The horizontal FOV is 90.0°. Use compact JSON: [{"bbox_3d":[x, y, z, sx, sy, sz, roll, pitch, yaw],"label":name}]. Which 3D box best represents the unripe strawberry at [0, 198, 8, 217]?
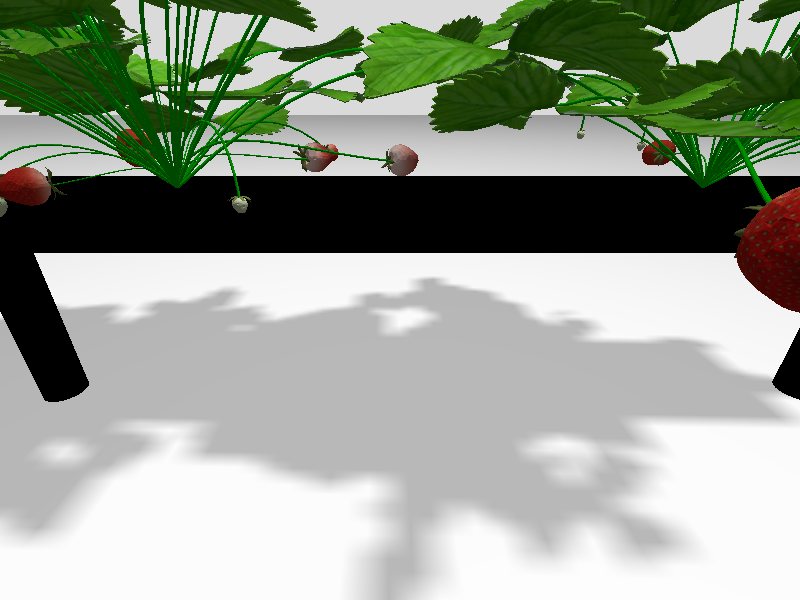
[{"bbox_3d":[-0.244,-0.056,0.242,0.011,0.011,0.011,12,29,23],"label":"unripe strawberry"}]

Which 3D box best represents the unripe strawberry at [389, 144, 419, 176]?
[{"bbox_3d":[0.004,-0.140,0.401,0.030,0.030,0.028,-9,28,-18],"label":"unripe strawberry"}]

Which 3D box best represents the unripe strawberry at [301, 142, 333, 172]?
[{"bbox_3d":[-0.084,-0.146,0.409,0.029,0.029,0.032,-18,32,-34],"label":"unripe strawberry"}]

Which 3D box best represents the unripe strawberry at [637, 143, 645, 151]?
[{"bbox_3d":[0.299,-0.190,0.497,0.009,0.010,0.010,6,27,11],"label":"unripe strawberry"}]

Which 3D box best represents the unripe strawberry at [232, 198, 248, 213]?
[{"bbox_3d":[-0.093,-0.055,0.233,0.009,0.010,0.010,-20,33,-35],"label":"unripe strawberry"}]

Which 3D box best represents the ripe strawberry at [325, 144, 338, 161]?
[{"bbox_3d":[-0.084,-0.179,0.487,0.023,0.019,0.023,16,5,29],"label":"ripe strawberry"}]

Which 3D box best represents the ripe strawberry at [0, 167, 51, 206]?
[{"bbox_3d":[-0.259,-0.078,0.275,0.029,0.025,0.029,-24,35,-39],"label":"ripe strawberry"}]

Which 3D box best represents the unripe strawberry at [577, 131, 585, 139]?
[{"bbox_3d":[0.253,-0.231,0.561,0.011,0.011,0.010,-1,26,-1],"label":"unripe strawberry"}]

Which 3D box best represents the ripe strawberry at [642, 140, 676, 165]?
[{"bbox_3d":[0.291,-0.167,0.452,0.032,0.027,0.032,6,26,12],"label":"ripe strawberry"}]

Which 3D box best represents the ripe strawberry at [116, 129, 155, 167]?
[{"bbox_3d":[-0.300,-0.172,0.455,0.039,0.041,0.042,-20,32,-35],"label":"ripe strawberry"}]

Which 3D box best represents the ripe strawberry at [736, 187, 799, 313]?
[{"bbox_3d":[0.136,-0.016,0.132,0.037,0.042,0.040,14,30,26],"label":"ripe strawberry"}]
